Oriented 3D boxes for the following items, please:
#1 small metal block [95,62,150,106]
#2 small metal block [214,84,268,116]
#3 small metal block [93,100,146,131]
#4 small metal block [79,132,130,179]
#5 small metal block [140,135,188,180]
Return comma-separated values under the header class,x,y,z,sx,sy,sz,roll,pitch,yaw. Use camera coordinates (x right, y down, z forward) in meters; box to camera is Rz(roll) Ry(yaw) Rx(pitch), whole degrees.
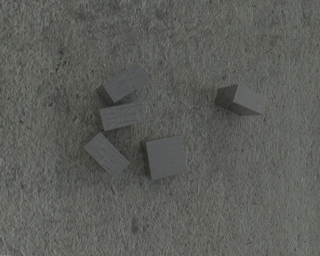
class,x,y,z,sx,sy,sz,roll,pitch,yaw
small metal block,-0.047,-0.053,0.378,0.050,0.050,0.025,-36,102,-16
small metal block,0.113,-0.038,0.437,0.050,0.050,0.025,20,83,-19
small metal block,-0.050,-0.014,0.377,0.050,0.050,0.025,-14,95,-20
small metal block,-0.068,0.031,0.371,0.025,0.050,0.050,-45,104,-14
small metal block,0.005,0.038,0.411,0.050,0.025,0.050,-10,94,-20
